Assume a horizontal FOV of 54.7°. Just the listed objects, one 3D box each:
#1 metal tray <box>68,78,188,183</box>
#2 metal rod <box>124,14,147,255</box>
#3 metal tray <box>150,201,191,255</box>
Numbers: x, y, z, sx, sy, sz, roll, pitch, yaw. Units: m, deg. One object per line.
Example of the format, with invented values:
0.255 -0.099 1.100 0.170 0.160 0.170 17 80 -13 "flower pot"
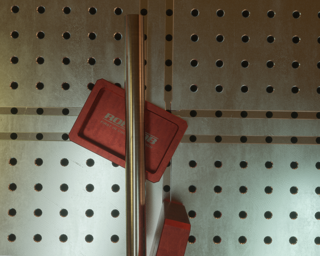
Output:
-0.041 0.004 0.410 0.130 0.030 0.090 27 90 -1 "metal tray"
-0.031 0.013 0.382 0.025 0.025 0.298 -1 90 -1 "metal rod"
0.004 0.165 0.381 0.030 0.090 0.129 14 90 0 "metal tray"
